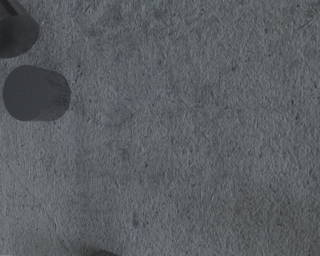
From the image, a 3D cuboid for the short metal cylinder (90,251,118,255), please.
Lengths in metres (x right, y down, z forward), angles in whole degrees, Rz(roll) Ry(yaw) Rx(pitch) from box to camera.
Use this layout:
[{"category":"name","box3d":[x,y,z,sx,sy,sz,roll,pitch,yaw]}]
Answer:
[{"category":"short metal cylinder","box3d":[-0.086,0.219,0.426,0.080,0.050,0.080,0,90,20]}]

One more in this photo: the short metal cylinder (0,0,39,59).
[{"category":"short metal cylinder","box3d":[-0.231,-0.151,0.461,0.080,0.080,0.050,-45,76,14]}]

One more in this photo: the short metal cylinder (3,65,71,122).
[{"category":"short metal cylinder","box3d":[-0.182,-0.050,0.460,0.080,0.050,0.080,0,90,20]}]
